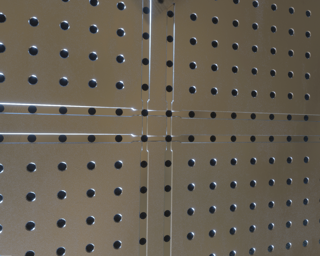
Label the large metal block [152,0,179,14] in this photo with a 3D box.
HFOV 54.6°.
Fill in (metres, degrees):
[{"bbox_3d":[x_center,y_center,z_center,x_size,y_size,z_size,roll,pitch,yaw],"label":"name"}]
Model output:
[{"bbox_3d":[0.015,-0.213,0.404,0.080,0.050,0.080,-41,103,-15],"label":"large metal block"}]
